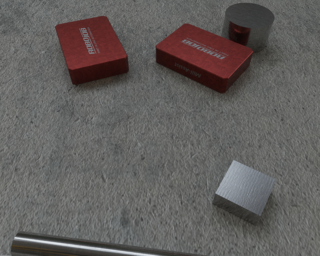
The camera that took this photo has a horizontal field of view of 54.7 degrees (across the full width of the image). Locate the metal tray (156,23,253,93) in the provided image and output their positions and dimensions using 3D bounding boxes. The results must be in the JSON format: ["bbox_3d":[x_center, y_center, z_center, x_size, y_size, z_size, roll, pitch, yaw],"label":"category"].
[{"bbox_3d":[0.070,-0.116,0.499,0.130,0.030,0.090,30,56,22],"label":"metal tray"}]

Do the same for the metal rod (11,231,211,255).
[{"bbox_3d":[0.010,0.130,0.294,0.302,0.025,0.025,6,50,4],"label":"metal rod"}]

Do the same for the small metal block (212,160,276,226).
[{"bbox_3d":[0.093,0.071,0.345,0.050,0.025,0.050,25,54,19],"label":"small metal block"}]

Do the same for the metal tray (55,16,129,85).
[{"bbox_3d":[-0.114,-0.132,0.509,0.091,0.030,0.130,-16,52,-14],"label":"metal tray"}]

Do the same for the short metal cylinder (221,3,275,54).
[{"bbox_3d":[0.149,-0.172,0.534,0.081,0.050,0.080,0,50,0],"label":"short metal cylinder"}]
